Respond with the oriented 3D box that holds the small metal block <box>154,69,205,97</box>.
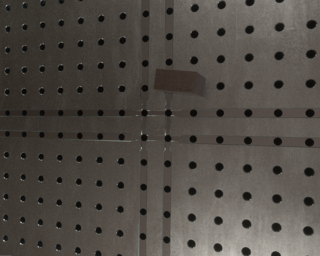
[{"bbox_3d":[0.026,-0.056,0.390,0.050,0.050,0.025,8,93,19],"label":"small metal block"}]
